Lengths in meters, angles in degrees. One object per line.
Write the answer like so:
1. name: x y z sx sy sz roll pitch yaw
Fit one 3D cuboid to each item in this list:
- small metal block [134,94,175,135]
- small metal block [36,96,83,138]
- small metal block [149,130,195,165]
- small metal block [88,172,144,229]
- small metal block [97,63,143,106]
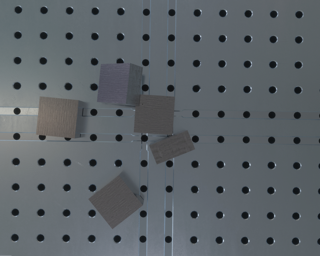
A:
1. small metal block: -0.007 -0.017 0.413 0.050 0.025 0.050 4 90 0
2. small metal block: -0.133 -0.014 0.413 0.050 0.025 0.050 6 90 0
3. small metal block: 0.015 0.023 0.401 0.050 0.050 0.025 -22 90 0
4. small metal block: -0.057 0.096 0.413 0.050 0.025 0.050 -38 90 0
5. small metal block: -0.052 -0.056 0.401 0.050 0.025 0.050 6 90 35
